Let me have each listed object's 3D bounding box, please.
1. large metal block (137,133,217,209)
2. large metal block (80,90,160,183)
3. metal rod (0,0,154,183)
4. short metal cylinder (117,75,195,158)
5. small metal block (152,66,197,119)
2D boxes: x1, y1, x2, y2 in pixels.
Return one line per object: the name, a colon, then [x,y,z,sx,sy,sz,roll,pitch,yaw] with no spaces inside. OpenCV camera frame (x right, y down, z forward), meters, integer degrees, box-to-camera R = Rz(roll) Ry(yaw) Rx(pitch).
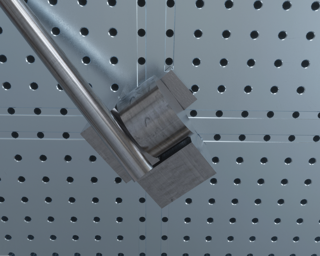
large metal block: [0.019,0.043,0.398,0.080,0.080,0.050,-36,107,12]
large metal block: [-0.045,0.008,0.387,0.050,0.080,0.080,-36,107,12]
metal rod: [-0.109,-0.069,0.331,0.025,0.025,0.300,-40,85,13]
short metal cylinder: [-0.004,-0.013,0.352,0.050,0.080,0.080,-35,107,12]
small metal block: [0.011,-0.042,0.399,0.050,0.025,0.050,-40,106,13]
